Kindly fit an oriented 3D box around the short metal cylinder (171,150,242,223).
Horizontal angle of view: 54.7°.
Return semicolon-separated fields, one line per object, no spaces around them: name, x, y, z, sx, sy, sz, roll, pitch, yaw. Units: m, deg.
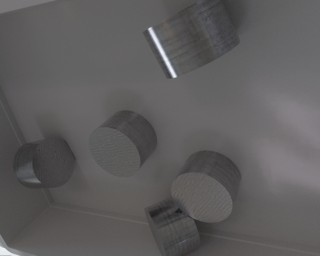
short metal cylinder;0.061;0.077;0.407;0.080;0.050;0.079;13;124;21

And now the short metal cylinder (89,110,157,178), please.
short metal cylinder;-0.051;0.022;0.433;0.080;0.050;0.079;13;124;21

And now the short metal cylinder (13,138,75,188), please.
short metal cylinder;-0.189;0.059;0.510;0.050;0.080;0.080;-10;113;32

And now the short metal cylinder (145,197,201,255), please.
short metal cylinder;0.017;0.143;0.445;0.080;0.050;0.080;160;90;-76

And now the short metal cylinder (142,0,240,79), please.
short metal cylinder;0.030;-0.089;0.302;0.080;0.080;0.050;-18;109;35
